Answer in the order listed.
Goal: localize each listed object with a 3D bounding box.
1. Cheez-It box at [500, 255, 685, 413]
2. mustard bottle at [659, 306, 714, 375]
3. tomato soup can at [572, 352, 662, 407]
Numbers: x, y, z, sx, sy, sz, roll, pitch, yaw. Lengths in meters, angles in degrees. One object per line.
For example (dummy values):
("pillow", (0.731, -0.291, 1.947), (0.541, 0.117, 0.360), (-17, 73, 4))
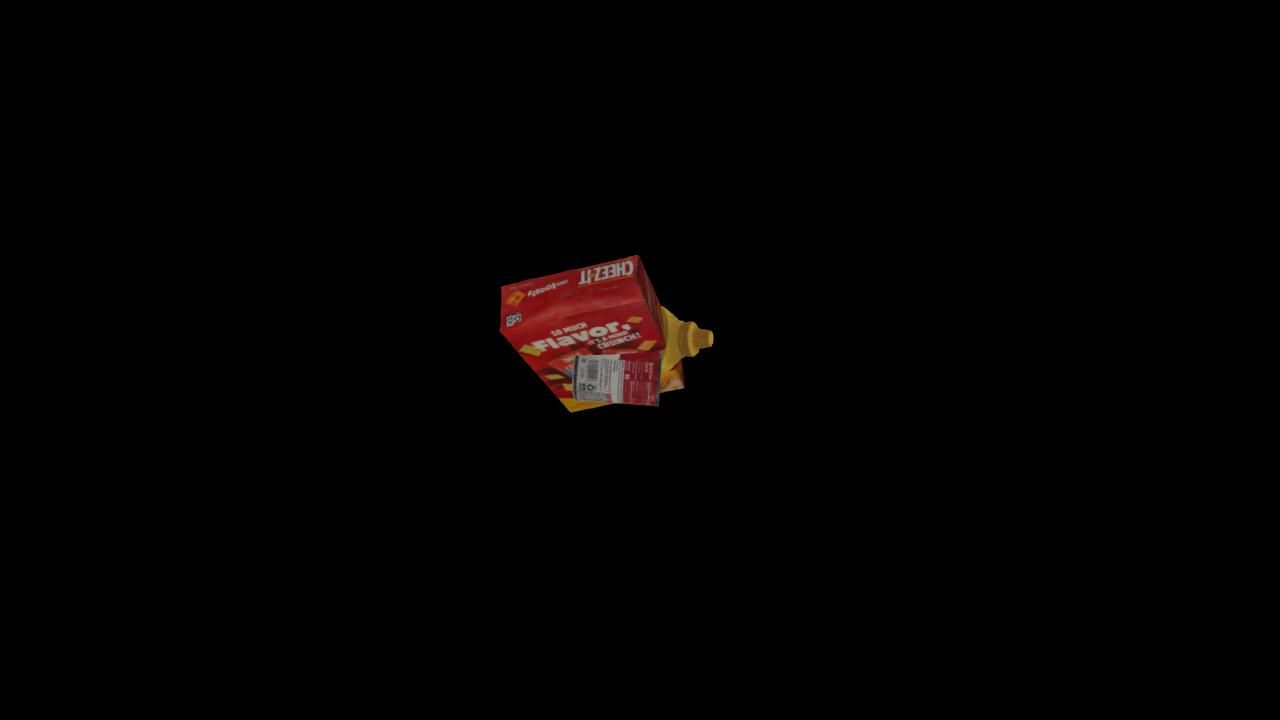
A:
("Cheez-It box", (-0.049, -0.022, 0.748), (0.166, 0.071, 0.223), (-12, -30, 11))
("mustard bottle", (0.001, -0.023, 0.754), (0.184, 0.092, 0.054), (-1, -17, 25))
("tomato soup can", (-0.026, 0.019, 0.731), (0.101, 0.068, 0.068), (3, 0, 2))
